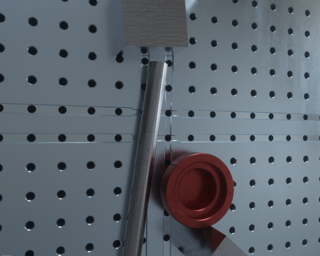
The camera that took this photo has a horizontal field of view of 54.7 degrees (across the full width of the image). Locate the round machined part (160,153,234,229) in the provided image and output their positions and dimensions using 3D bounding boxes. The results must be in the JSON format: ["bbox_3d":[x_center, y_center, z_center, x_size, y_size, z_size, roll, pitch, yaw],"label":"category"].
[{"bbox_3d":[0.047,0.081,0.420,0.099,0.042,0.097,0,89,-19],"label":"round machined part"}]

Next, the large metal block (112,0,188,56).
[{"bbox_3d":[-0.014,-0.137,0.394,0.081,0.050,0.079,-5,92,-20],"label":"large metal block"}]

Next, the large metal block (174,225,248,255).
[{"bbox_3d":[0.077,0.174,0.412,0.080,0.080,0.050,45,76,-15],"label":"large metal block"}]

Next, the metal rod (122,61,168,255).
[{"bbox_3d":[-0.023,0.062,0.404,0.025,0.025,0.298,9,87,-20],"label":"metal rod"}]
